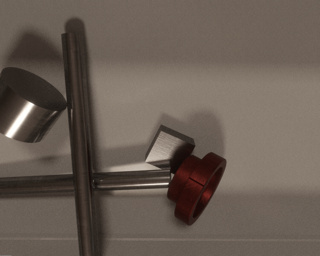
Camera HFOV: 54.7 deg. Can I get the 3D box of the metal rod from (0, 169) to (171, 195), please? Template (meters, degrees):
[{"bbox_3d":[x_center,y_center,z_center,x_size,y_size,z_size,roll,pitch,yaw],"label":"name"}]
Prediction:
[{"bbox_3d":[-0.136,0.076,0.424,0.302,0.025,0.025,-4,110,6],"label":"metal rod"}]

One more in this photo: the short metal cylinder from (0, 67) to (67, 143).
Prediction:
[{"bbox_3d":[-0.161,-0.028,0.370,0.080,0.080,0.050,36,106,-13],"label":"short metal cylinder"}]

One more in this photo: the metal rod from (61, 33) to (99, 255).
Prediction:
[{"bbox_3d":[-0.098,0.036,0.389,0.025,0.025,0.298,-2,98,0],"label":"metal rod"}]

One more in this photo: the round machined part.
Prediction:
[{"bbox_3d":[0.045,0.074,0.408,0.042,0.099,0.097,28,111,22],"label":"round machined part"}]

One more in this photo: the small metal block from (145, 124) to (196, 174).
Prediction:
[{"bbox_3d":[0.013,0.030,0.423,0.050,0.025,0.050,24,108,-9],"label":"small metal block"}]
